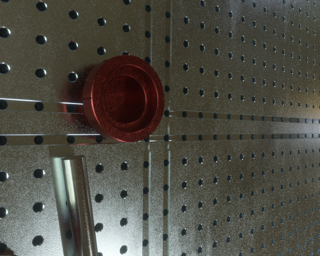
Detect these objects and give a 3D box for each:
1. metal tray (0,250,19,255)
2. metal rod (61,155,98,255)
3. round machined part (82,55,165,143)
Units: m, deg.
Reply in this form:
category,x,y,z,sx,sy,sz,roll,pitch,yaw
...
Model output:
category,x,y,z,sx,sy,sz,roll,pitch,yaw
metal tray,-0.148,0.173,0.243,0.030,0.090,0.130,39,66,-33
metal rod,-0.077,0.179,0.345,0.025,0.025,0.298,-11,97,-40
round machined part,-0.045,-0.033,0.360,0.099,0.042,0.097,0,90,-40
